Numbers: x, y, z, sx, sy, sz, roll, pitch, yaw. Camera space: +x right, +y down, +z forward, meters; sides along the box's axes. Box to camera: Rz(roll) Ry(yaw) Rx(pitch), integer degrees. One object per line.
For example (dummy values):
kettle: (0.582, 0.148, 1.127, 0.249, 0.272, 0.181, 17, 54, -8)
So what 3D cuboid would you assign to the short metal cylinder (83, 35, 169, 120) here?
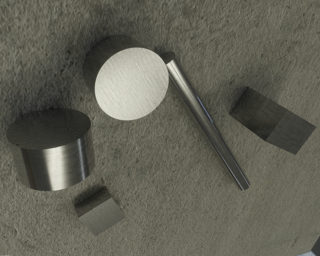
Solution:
short metal cylinder: (-0.038, -0.055, 0.337, 0.081, 0.050, 0.079, -14, 125, -21)

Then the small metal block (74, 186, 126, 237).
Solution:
small metal block: (-0.083, 0.118, 0.435, 0.050, 0.025, 0.050, -31, 129, -9)

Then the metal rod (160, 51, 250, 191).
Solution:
metal rod: (0.077, 0.010, 0.457, 0.025, 0.025, 0.300, -40, 130, -2)

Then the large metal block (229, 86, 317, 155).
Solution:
large metal block: (0.165, -0.011, 0.457, 0.080, 0.080, 0.050, 20, 108, -36)

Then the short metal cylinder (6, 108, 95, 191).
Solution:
short metal cylinder: (-0.111, 0.020, 0.324, 0.081, 0.080, 0.050, -13, 124, -22)
